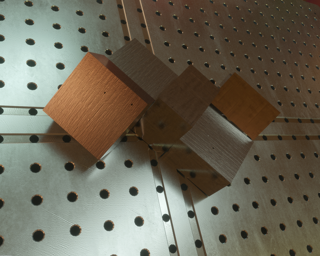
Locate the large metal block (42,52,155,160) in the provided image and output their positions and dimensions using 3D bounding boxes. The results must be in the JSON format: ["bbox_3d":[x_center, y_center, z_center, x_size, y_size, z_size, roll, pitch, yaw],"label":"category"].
[{"bbox_3d":[-0.065,-0.025,0.344,0.080,0.080,0.050,42,12,0],"label":"large metal block"}]

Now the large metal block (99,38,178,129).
[{"bbox_3d":[-0.035,-0.059,0.409,0.080,0.050,0.080,42,52,-1],"label":"large metal block"}]

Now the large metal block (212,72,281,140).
[{"bbox_3d":[0.116,-0.034,0.448,0.080,0.050,0.080,42,11,0],"label":"large metal block"}]

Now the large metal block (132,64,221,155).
[{"bbox_3d":[0.020,-0.023,0.396,0.050,0.080,0.080,42,51,-2],"label":"large metal block"}]

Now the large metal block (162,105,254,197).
[{"bbox_3d":[0.064,0.028,0.409,0.080,0.050,0.080,41,51,1],"label":"large metal block"}]
